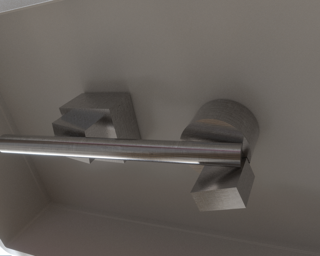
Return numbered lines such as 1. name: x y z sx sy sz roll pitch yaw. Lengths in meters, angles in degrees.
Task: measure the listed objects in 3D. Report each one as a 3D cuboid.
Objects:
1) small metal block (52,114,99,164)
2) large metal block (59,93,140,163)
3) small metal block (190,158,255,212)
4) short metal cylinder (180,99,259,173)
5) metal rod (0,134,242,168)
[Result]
1. small metal block: -0.109 0.014 0.406 0.050 0.025 0.050 12 123 21
2. large metal block: -0.080 -0.002 0.428 0.080 0.050 0.079 3 120 26
3. small metal block: 0.067 0.059 0.325 0.050 0.050 0.025 -15 111 34
4. short metal cylinder: 0.070 0.013 0.361 0.080 0.050 0.079 13 124 20
5. metal rod: -0.061 0.024 0.361 0.301 0.025 0.025 1 119 18
